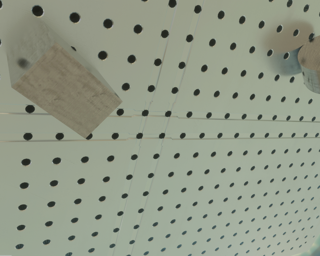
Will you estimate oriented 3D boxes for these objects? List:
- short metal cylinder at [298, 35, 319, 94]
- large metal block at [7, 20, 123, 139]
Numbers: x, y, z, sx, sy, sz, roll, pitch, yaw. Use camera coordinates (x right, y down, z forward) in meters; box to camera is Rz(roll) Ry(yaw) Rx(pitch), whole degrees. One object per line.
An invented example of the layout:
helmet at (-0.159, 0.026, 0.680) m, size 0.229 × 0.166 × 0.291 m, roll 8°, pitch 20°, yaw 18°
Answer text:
short metal cylinder at (0.251, -0.096, 0.457) m, size 0.080 × 0.080 × 0.050 m, roll -40°, pitch 130°, yaw -2°
large metal block at (-0.092, -0.047, 0.297) m, size 0.050 × 0.080 × 0.080 m, roll -45°, pitch 130°, yaw 3°
